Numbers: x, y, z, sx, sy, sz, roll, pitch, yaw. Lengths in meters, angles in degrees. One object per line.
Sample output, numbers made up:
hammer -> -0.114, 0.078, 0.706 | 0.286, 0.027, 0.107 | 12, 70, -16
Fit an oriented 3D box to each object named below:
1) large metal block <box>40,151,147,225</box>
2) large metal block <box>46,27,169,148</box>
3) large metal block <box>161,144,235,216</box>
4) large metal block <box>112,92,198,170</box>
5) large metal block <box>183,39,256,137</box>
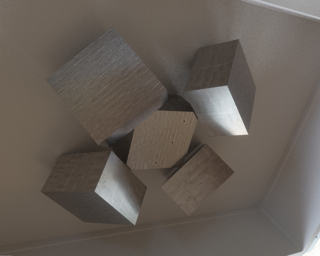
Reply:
large metal block -> -0.075, 0.073, 0.368 | 0.080, 0.050, 0.080 | -7, 137, 30
large metal block -> -0.049, -0.037, 0.310 | 0.080, 0.080, 0.050 | -39, 173, -2
large metal block -> 0.051, 0.067, 0.432 | 0.080, 0.050, 0.080 | -44, 174, 2
large metal block -> -0.007, 0.004, 0.387 | 0.081, 0.050, 0.079 | 1, 118, -29
large metal block -> 0.077, -0.046, 0.377 | 0.080, 0.050, 0.080 | 55, 42, -39
